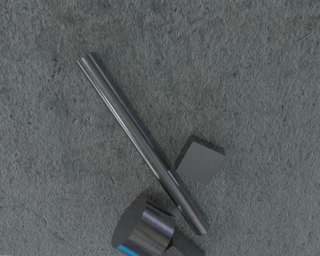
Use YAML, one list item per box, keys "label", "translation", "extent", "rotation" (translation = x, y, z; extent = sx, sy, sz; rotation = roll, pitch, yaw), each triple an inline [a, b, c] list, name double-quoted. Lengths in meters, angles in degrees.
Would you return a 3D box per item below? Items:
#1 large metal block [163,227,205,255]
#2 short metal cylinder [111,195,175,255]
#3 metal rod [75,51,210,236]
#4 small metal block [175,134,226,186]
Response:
- label: "large metal block"
  translation: [0.016, 0.208, 0.473]
  extent: [0.080, 0.050, 0.080]
  rotation: [-41, 106, 13]
- label: "short metal cylinder"
  translation: [-0.024, 0.142, 0.433]
  extent: [0.050, 0.080, 0.080]
  rotation: [37, 106, -13]
- label: "metal rod"
  translation: [-0.015, 0.033, 0.421]
  extent: [0.025, 0.025, 0.299]
  rotation: [-30, 108, 10]
- label: "small metal block"
  translation: [0.055, 0.044, 0.427]
  extent: [0.050, 0.025, 0.050]
  rotation: [25, 108, -9]
